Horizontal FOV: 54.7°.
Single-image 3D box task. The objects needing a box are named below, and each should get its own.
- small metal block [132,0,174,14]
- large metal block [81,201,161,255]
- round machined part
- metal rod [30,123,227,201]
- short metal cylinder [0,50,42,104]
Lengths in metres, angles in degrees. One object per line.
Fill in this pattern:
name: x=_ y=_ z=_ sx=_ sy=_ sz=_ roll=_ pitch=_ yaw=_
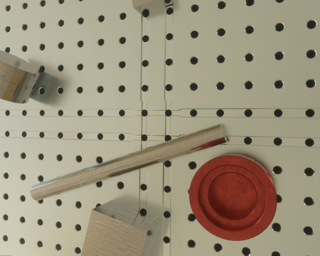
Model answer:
small metal block: x=-0.012 y=-0.189 z=0.416 sx=0.050 sy=0.025 sz=0.050 roll=-11 pitch=87 yaw=19
large metal block: x=-0.053 y=0.155 z=0.417 sx=0.080 sy=0.050 sz=0.079 roll=16 pitch=95 yaw=19
round machined part: x=0.088 y=0.080 z=0.372 sx=0.098 sy=0.042 sz=0.097 roll=0 pitch=90 yaw=19
metal rod: x=-0.056 y=0.053 z=0.431 sx=0.300 sy=0.025 sz=0.025 roll=-19 pitch=84 yaw=18
short metal cylinder: x=-0.227 y=-0.078 z=0.461 sx=0.080 sy=0.080 sz=0.050 roll=32 pitch=101 yaw=17
